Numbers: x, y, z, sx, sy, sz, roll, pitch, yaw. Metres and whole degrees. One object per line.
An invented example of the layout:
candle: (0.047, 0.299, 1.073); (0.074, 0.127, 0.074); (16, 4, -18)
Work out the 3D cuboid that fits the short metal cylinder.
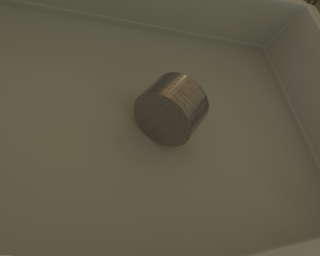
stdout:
short metal cylinder: (0.014, -0.023, 0.390); (0.080, 0.080, 0.050); (41, 51, -1)
